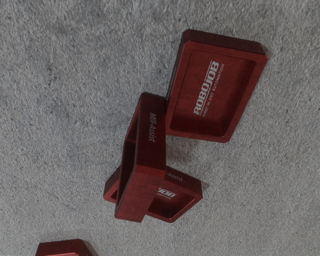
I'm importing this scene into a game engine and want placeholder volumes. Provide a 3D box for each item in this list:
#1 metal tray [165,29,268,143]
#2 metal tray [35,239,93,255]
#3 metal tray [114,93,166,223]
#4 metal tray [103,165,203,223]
[{"bbox_3d":[0.057,-0.043,0.367,0.091,0.030,0.129,8,130,-8],"label":"metal tray"},{"bbox_3d":[-0.187,0.280,0.641,0.090,0.030,0.129,-9,130,7],"label":"metal tray"},{"bbox_3d":[-0.022,0.031,0.364,0.030,0.130,0.089,15,129,-12],"label":"metal tray"},{"bbox_3d":[-0.011,0.098,0.486,0.131,0.030,0.090,26,125,-21],"label":"metal tray"}]
